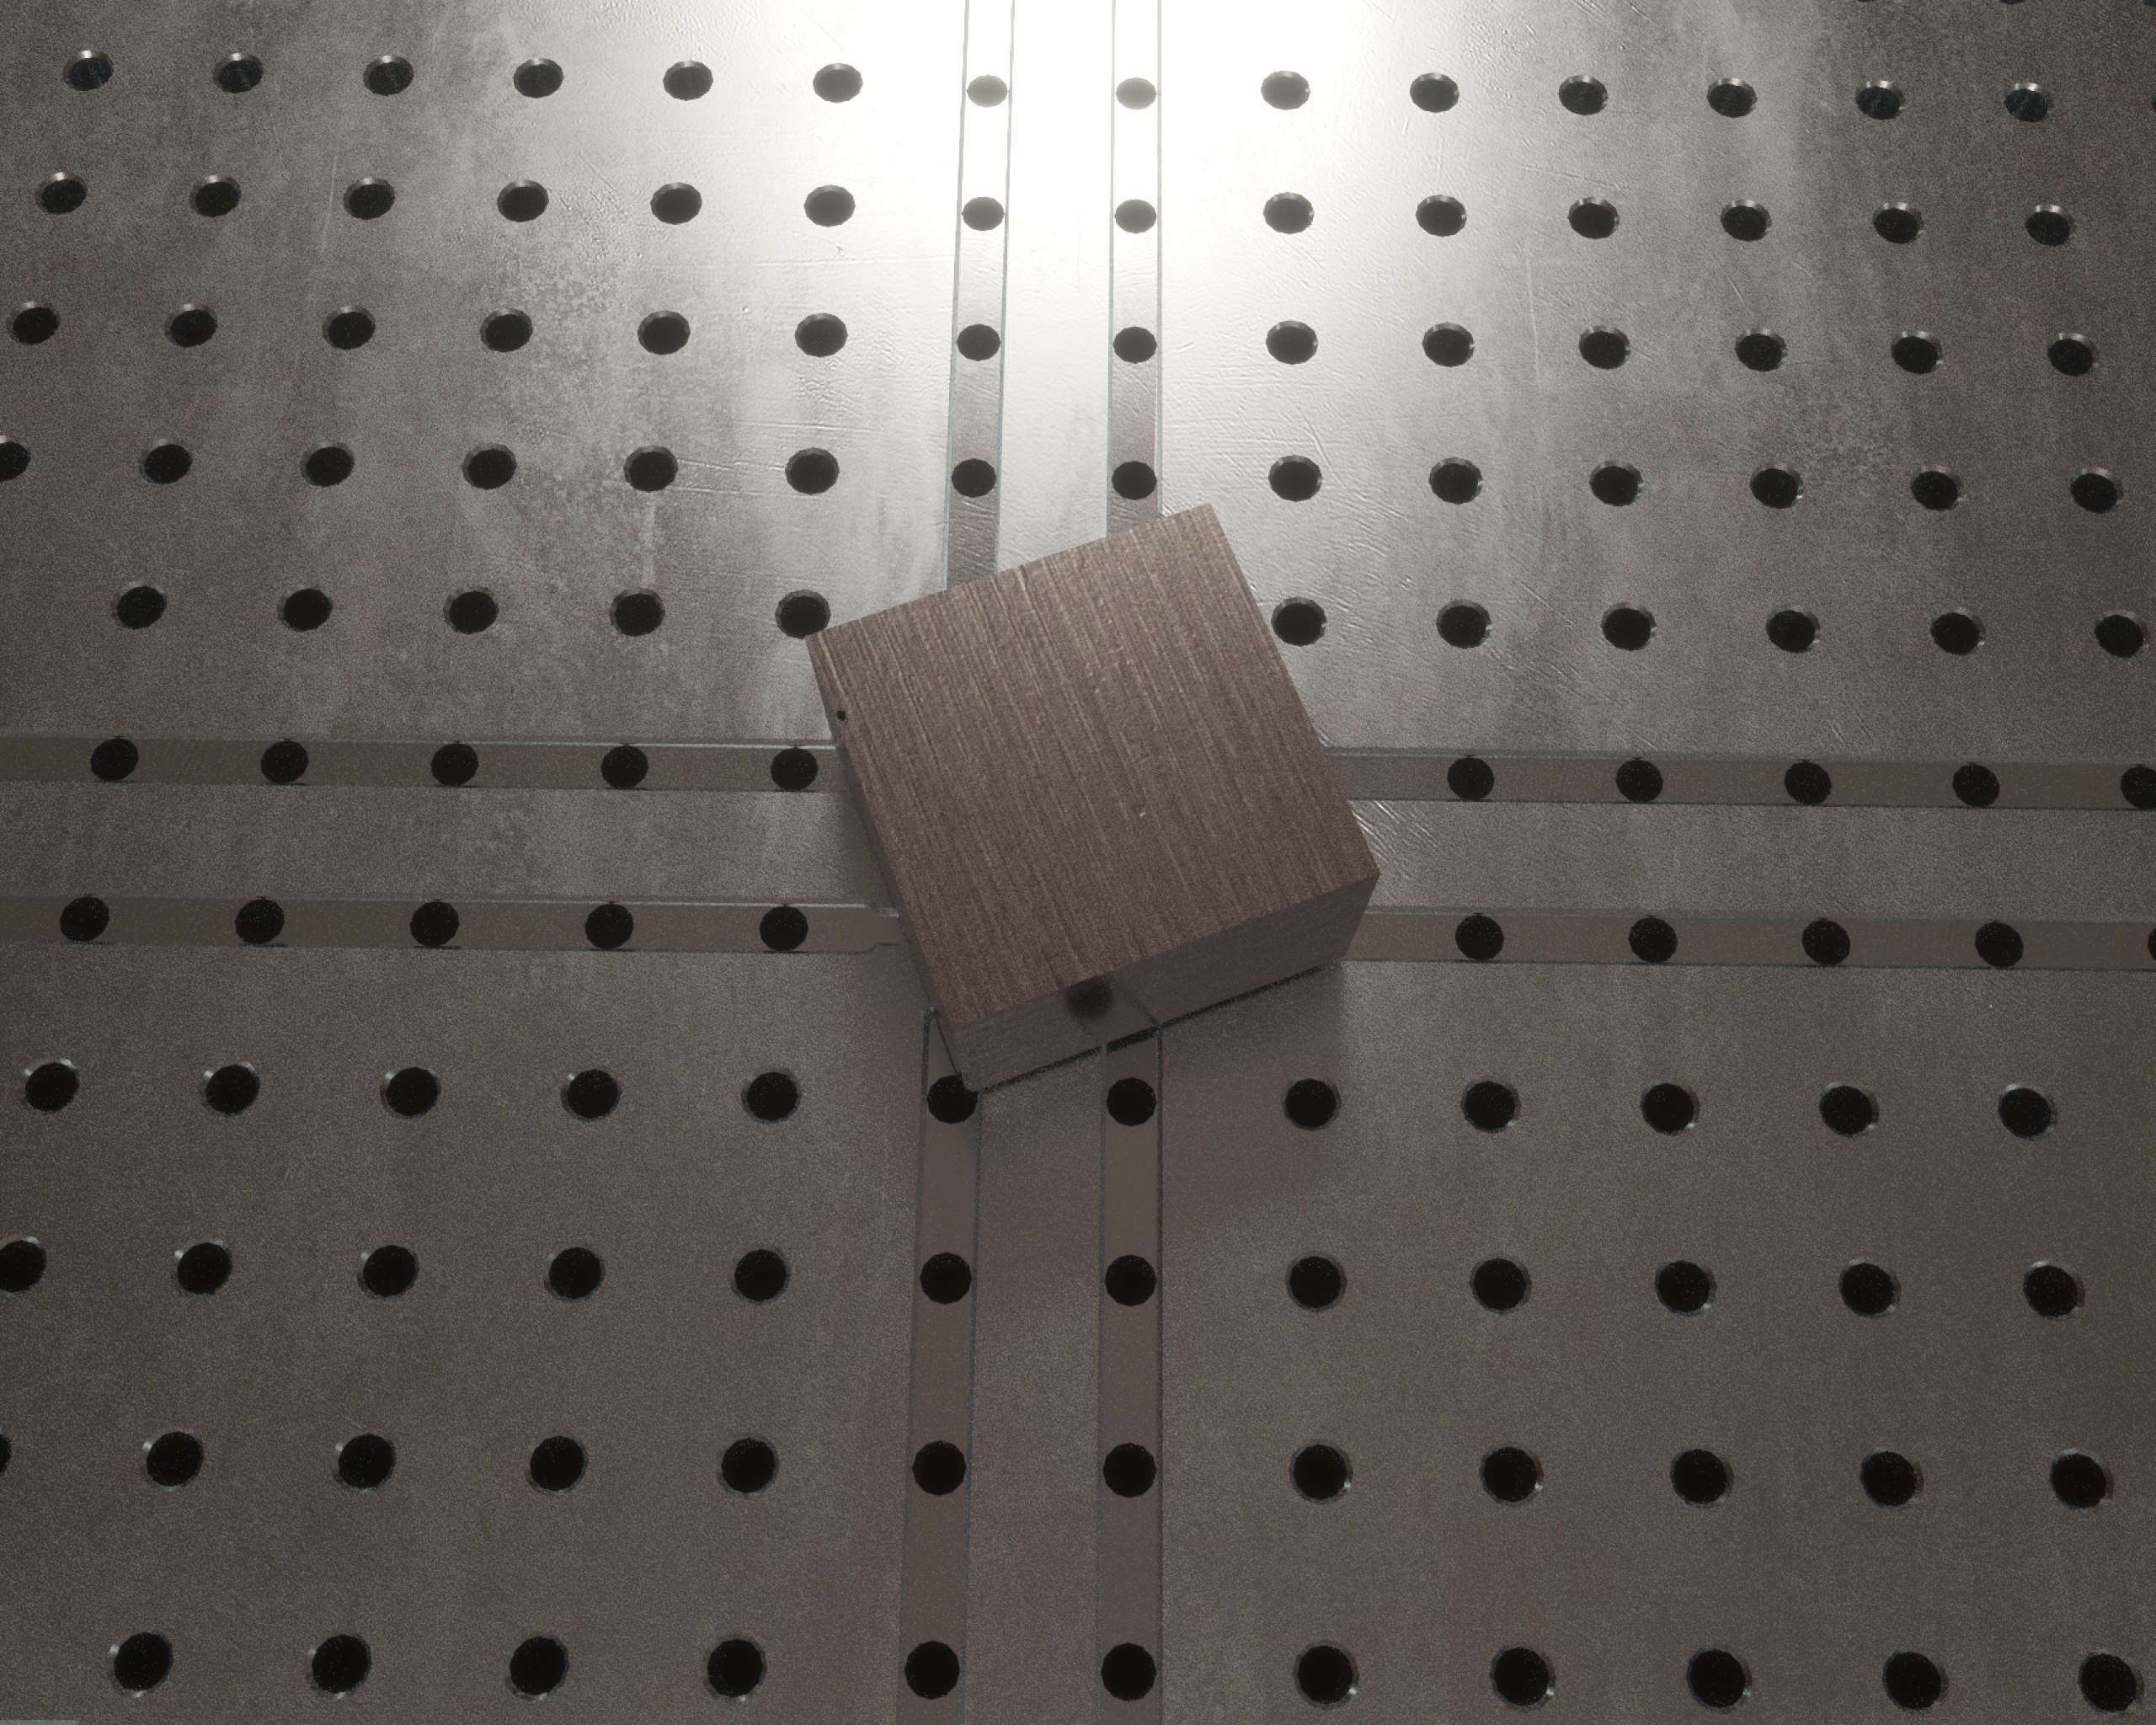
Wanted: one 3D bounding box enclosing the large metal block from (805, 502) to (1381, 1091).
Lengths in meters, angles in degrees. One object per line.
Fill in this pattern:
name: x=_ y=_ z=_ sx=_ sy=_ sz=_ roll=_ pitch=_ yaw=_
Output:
large metal block: x=0.002 y=-0.011 z=0.400 sx=0.081 sy=0.050 sz=0.080 roll=-20 pitch=71 yaw=-7
